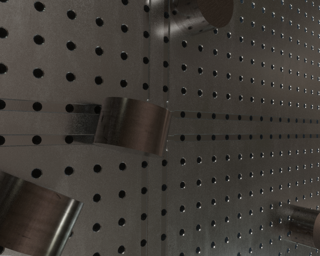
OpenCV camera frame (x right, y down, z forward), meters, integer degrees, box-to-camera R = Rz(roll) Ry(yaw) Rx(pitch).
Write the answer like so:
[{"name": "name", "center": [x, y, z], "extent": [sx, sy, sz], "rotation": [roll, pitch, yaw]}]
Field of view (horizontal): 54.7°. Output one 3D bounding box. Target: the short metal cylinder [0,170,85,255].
[{"name": "short metal cylinder", "center": [-0.116, 0.077, 0.277], "extent": [0.080, 0.080, 0.050], "rotation": [34, 69, -35]}]

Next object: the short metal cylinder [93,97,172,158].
[{"name": "short metal cylinder", "center": [-0.030, 0.001, 0.350], "extent": [0.080, 0.080, 0.050], "rotation": [19, 78, -39]}]

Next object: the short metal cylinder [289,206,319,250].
[{"name": "short metal cylinder", "center": [0.324, 0.215, 0.669], "extent": [0.081, 0.050, 0.079], "rotation": [0, 90, -40]}]

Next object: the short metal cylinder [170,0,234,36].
[{"name": "short metal cylinder", "center": [0.061, -0.179, 0.446], "extent": [0.081, 0.050, 0.079], "rotation": [0, 90, -40]}]
